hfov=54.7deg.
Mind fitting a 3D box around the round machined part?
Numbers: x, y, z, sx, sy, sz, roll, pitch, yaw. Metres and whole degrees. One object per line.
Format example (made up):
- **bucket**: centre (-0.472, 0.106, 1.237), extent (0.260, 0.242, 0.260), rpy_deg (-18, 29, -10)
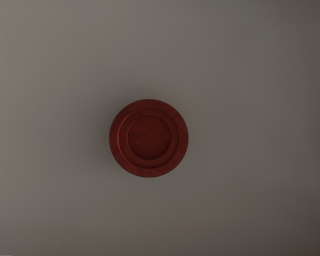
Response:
- **round machined part**: centre (-0.014, 0.013, 0.403), extent (0.099, 0.042, 0.097), rpy_deg (0, 90, -1)
